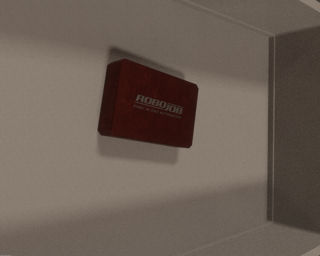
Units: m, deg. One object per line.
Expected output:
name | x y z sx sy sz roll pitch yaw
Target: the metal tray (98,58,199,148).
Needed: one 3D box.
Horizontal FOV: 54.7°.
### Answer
metal tray | -0.009 -0.026 0.397 0.131 0.030 0.090 12 83 -40
